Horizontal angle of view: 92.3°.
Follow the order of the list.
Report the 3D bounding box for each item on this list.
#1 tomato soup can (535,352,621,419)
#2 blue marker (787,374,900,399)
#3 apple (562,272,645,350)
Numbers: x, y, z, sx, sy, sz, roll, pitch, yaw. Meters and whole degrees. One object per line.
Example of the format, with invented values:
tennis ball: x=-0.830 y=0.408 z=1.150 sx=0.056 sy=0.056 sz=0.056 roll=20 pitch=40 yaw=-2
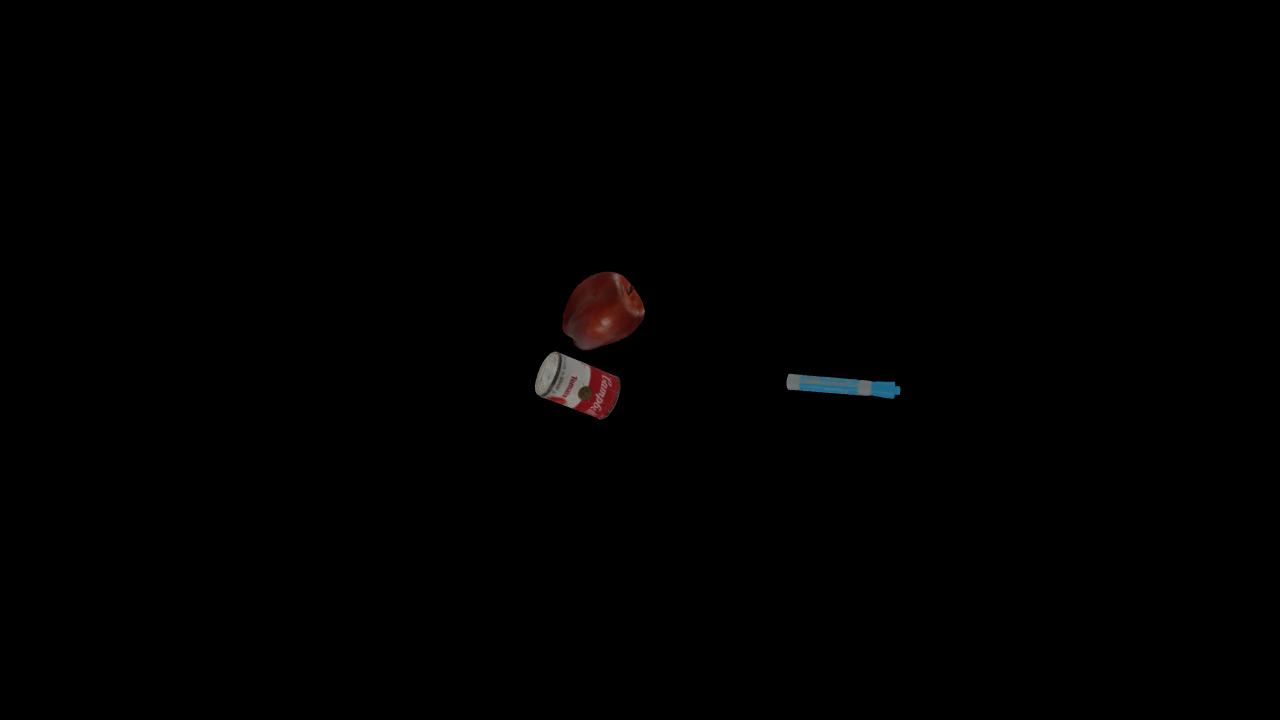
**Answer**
tomato soup can: x=-0.087 y=0.035 z=0.863 sx=0.101 sy=0.068 sz=0.068 roll=24 pitch=-12 yaw=-27
blue marker: x=0.226 y=0.029 z=0.688 sx=0.121 sy=0.020 sz=0.020 roll=4 pitch=2 yaw=28
apple: x=-0.041 y=-0.055 z=0.682 sx=0.093 sy=0.079 sz=0.079 roll=-33 pitch=-12 yaw=19
